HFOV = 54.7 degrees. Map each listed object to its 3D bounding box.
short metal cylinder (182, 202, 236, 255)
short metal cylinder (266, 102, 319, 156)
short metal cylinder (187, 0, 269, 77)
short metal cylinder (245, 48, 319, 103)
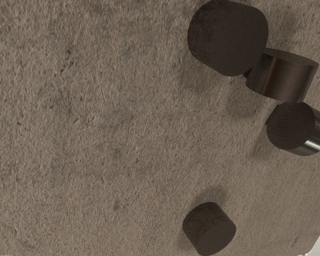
[{"bbox_3d":[0.087,0.180,0.552,0.081,0.050,0.079,-14,125,-21],"label":"short metal cylinder"},{"bbox_3d":[0.221,0.001,0.495,0.050,0.080,0.080,18,109,-36],"label":"short metal cylinder"},{"bbox_3d":[0.080,-0.108,0.369,0.081,0.050,0.079,-14,125,-21],"label":"short metal cylinder"},{"bbox_3d":[0.163,-0.073,0.418,0.081,0.080,0.050,-2,120,-28],"label":"short metal cylinder"}]
